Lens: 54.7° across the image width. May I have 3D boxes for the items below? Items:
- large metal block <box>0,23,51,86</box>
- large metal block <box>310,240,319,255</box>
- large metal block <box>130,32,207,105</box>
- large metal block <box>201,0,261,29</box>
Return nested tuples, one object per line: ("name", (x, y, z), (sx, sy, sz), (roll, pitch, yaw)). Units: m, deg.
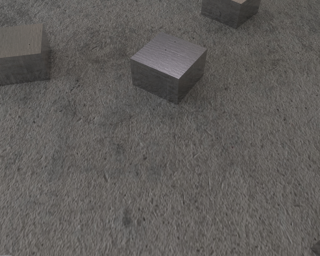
("large metal block", (-0.218, -0.115, 0.482), (0.081, 0.050, 0.080), (-9, 51, -8))
("large metal block", (0.208, 0.120, 0.287), (0.081, 0.050, 0.080), (-22, 54, -18))
("large metal block", (0.014, -0.091, 0.464), (0.080, 0.050, 0.080), (27, 55, 21))
("large metal block", (0.137, -0.242, 0.591), (0.080, 0.050, 0.080), (34, 58, 25))
